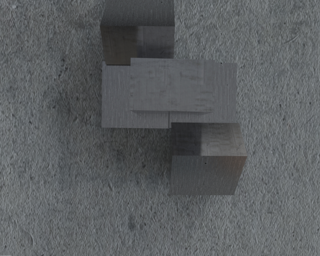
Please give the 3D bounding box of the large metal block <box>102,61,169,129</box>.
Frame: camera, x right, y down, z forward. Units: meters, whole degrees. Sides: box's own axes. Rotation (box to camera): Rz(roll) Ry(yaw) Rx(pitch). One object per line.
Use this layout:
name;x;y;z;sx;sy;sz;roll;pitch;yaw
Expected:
large metal block;-0.029;-0.040;0.397;0.081;0.050;0.079;1;90;-1

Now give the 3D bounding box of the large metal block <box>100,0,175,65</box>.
large metal block;-0.024;-0.121;0.377;0.081;0.050;0.080;1;46;0

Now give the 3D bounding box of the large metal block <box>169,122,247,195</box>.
large metal block;0.053;0.039;0.378;0.081;0.079;0.050;0;46;-1

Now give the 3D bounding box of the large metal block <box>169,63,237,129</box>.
large metal block;0.052;-0.039;0.398;0.081;0.050;0.079;1;90;-1

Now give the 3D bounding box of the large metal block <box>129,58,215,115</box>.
large metal block;0.012;-0.041;0.334;0.081;0.080;0.050;1;90;-1
